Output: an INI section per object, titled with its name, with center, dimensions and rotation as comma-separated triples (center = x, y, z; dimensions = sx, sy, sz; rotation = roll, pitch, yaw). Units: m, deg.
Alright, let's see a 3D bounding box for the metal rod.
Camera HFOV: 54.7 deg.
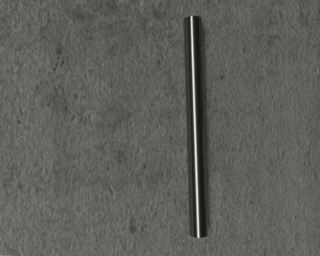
[metal rod]
center = 0.049, -0.001, 0.428
dimensions = 0.025, 0.025, 0.298
rotation = -2, 91, -20
